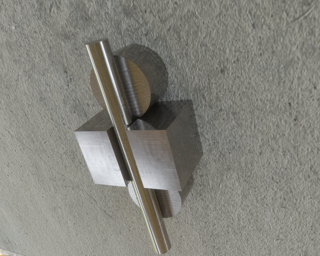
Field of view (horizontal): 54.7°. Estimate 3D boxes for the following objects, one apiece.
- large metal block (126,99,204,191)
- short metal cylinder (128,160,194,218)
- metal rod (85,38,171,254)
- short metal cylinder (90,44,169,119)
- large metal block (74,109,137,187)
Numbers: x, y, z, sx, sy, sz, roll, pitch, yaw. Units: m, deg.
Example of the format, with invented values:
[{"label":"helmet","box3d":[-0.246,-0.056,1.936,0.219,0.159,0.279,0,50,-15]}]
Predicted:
[{"label":"large metal block","box3d":[0.010,0.018,0.379,0.050,0.080,0.080,-1,118,28]},{"label":"short metal cylinder","box3d":[0.002,0.080,0.441,0.080,0.050,0.079,13,123,21]},{"label":"metal rod","box3d":[-0.031,0.041,0.385,0.025,0.025,0.298,-1,118,28]},{"label":"short metal cylinder","box3d":[-0.036,-0.056,0.376,0.080,0.050,0.079,13,123,21]},{"label":"large metal block","box3d":[-0.057,0.020,0.415,0.050,0.080,0.080,-1,118,28]}]
